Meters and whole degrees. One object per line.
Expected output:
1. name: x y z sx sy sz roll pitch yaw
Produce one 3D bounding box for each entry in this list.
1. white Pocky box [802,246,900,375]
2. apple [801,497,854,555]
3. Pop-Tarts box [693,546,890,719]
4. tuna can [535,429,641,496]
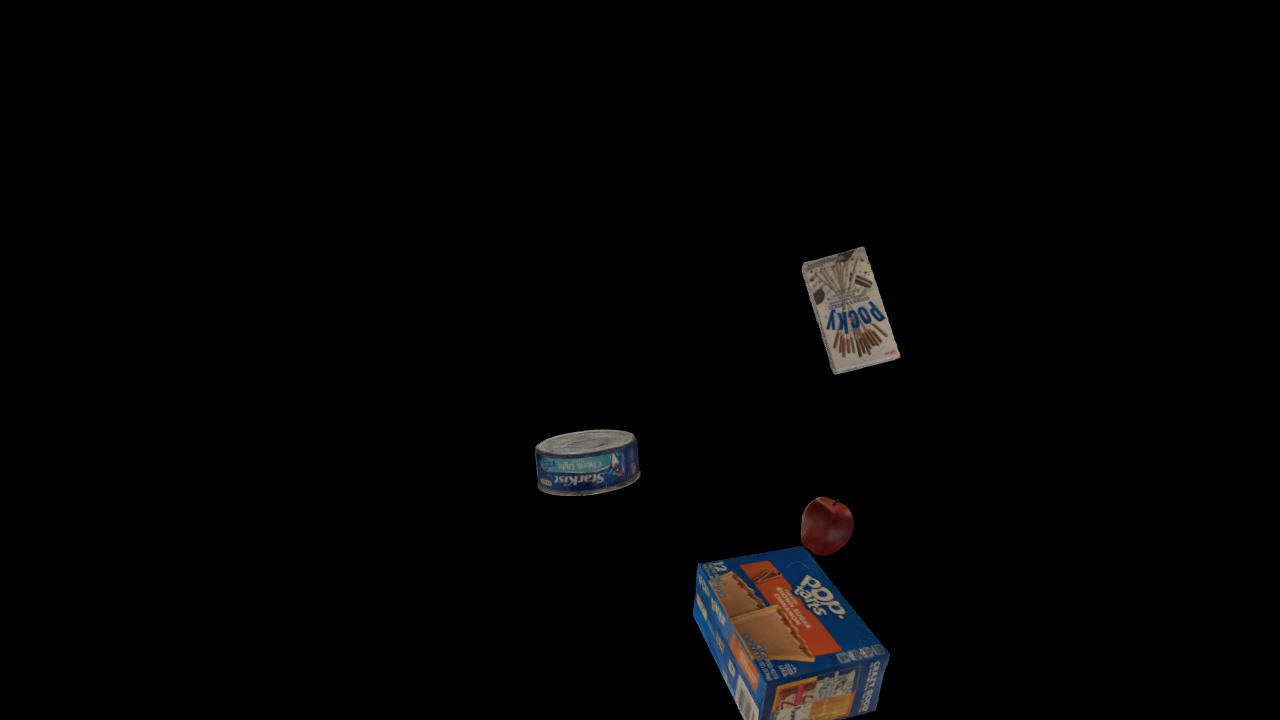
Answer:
1. white Pocky box: 0.272 -0.065 0.801 0.084 0.154 0.028 -15 -15 9
2. apple: 0.293 0.260 0.970 0.079 0.093 0.079 20 9 -3
3. Pop-Tarts box: 0.154 0.296 0.667 0.141 0.083 0.167 -3 24 -17
4. tuna can: -0.042 0.081 0.498 0.084 0.034 0.084 -5 6 0
